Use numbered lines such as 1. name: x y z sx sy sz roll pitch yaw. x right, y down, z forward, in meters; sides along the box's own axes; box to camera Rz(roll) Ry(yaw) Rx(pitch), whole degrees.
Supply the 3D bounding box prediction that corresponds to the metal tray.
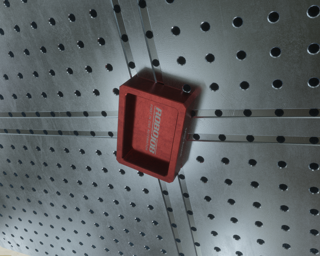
1. metal tray: -0.010 0.005 0.417 0.090 0.030 0.129 19 126 16
